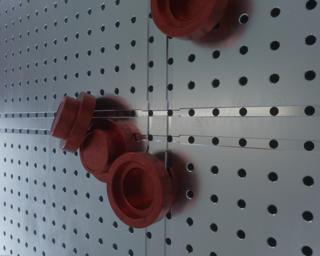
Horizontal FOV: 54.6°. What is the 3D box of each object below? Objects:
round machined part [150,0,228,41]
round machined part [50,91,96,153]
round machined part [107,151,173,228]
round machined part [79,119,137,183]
[{"bbox_3d":[0.039,-0.153,0.367,0.098,0.042,0.097,0,90,40],"label":"round machined part"},{"bbox_3d":[-0.141,-0.013,0.488,0.098,0.042,0.098,-46,32,41],"label":"round machined part"},{"bbox_3d":[-0.023,0.080,0.416,0.098,0.042,0.097,1,92,37],"label":"round machined part"},{"bbox_3d":[-0.085,0.035,0.470,0.098,0.042,0.097,0,90,40],"label":"round machined part"}]
